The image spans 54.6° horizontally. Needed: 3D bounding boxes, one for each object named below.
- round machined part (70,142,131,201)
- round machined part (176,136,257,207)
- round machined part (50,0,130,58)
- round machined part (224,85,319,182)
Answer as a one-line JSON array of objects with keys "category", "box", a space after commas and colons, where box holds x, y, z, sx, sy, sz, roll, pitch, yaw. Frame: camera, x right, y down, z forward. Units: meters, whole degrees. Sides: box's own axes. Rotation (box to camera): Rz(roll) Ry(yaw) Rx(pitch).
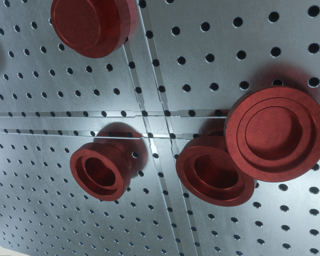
[{"category": "round machined part", "box": [-0.089, 0.064, 0.487, 0.098, 0.042, 0.097, 13, 124, 21]}, {"category": "round machined part", "box": [0.073, 0.049, 0.387, 0.098, 0.042, 0.097, 17, 133, 20]}, {"category": "round machined part", "box": [-0.089, -0.130, 0.368, 0.098, 0.042, 0.097, 13, 124, 21]}, {"category": "round machined part", "box": [0.116, 0.004, 0.325, 0.098, 0.042, 0.097, 1, 102, 5]}]
